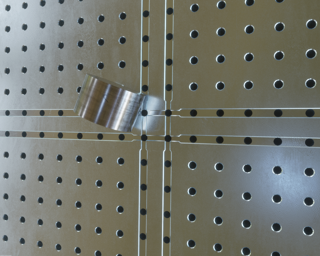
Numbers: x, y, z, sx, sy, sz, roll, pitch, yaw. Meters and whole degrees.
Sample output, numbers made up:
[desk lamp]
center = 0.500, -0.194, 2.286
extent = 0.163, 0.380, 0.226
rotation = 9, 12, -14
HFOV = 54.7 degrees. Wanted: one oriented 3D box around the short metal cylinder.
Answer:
[short metal cylinder]
center = -0.066, -0.033, 0.405
extent = 0.080, 0.080, 0.050
rotation = 24, 98, 18
